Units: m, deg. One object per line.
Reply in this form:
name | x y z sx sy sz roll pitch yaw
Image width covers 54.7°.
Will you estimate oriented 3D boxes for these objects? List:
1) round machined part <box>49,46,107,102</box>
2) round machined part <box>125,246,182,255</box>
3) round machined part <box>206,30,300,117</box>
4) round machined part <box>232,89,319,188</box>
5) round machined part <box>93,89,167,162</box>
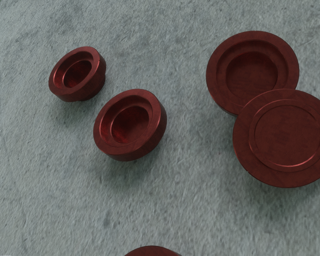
round machined part | -0.130 -0.083 0.510 0.098 0.042 0.098 -13 56 20
round machined part | -0.003 0.166 0.292 0.098 0.042 0.098 -13 56 20
round machined part | 0.105 -0.058 0.358 0.098 0.042 0.097 -2 82 16
round machined part | 0.121 0.009 0.301 0.098 0.042 0.097 -2 83 15
round machined part | -0.035 0.000 0.410 0.098 0.042 0.098 -13 56 20
